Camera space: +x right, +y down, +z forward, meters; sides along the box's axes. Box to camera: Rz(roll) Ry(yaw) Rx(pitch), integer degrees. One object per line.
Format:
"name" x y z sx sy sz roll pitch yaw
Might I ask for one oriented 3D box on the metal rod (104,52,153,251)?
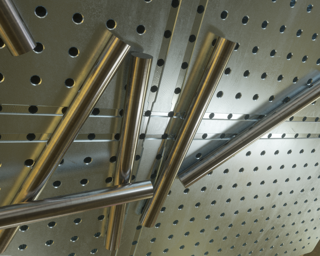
"metal rod" -0.047 0.049 0.414 0.025 0.025 0.298 -3 120 -27

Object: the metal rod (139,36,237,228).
"metal rod" 0.032 0.019 0.439 0.025 0.025 0.298 9 114 -32

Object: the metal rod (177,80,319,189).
"metal rod" 0.159 0.003 0.498 0.301 0.025 0.025 -33 129 -7

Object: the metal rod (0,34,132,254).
"metal rod" -0.123 0.028 0.360 0.025 0.025 0.299 26 104 -37

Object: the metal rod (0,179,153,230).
"metal rod" -0.150 0.097 0.354 0.302 0.025 0.025 -6 121 -25

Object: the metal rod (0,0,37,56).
"metal rod" -0.169 -0.186 0.203 0.025 0.025 0.299 -28 128 -11
